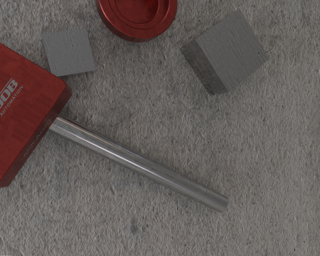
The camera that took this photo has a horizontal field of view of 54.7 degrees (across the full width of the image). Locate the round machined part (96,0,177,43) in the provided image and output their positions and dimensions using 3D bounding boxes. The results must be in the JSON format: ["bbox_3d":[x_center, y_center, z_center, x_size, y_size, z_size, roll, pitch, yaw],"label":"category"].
[{"bbox_3d":[-0.031,-0.156,0.388,0.099,0.042,0.097,0,90,-20],"label":"round machined part"}]

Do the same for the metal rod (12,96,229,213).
[{"bbox_3d":[-0.036,0.040,0.395,0.301,0.025,0.025,29,81,-18],"label":"metal rod"}]

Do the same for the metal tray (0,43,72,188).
[{"bbox_3d":[-0.169,-0.013,0.329,0.090,0.030,0.130,31,79,2],"label":"metal tray"}]

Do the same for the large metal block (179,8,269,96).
[{"bbox_3d":[0.089,-0.102,0.429,0.080,0.050,0.080,-39,103,-16],"label":"large metal block"}]

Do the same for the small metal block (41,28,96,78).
[{"bbox_3d":[-0.109,-0.087,0.369,0.050,0.025,0.050,-14,95,-20],"label":"small metal block"}]
